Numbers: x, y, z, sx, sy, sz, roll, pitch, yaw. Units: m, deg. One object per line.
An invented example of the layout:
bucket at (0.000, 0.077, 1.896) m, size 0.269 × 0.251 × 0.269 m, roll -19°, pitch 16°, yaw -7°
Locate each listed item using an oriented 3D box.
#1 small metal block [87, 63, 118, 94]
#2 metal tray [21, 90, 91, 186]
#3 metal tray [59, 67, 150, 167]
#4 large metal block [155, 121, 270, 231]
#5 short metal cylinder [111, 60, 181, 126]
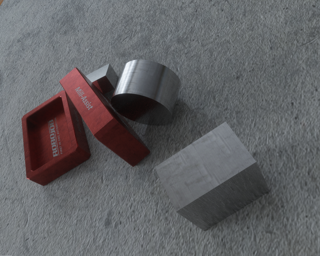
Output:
small metal block at (-0.097, -0.071, 0.487) m, size 0.050 × 0.025 × 0.050 m, roll -24°, pitch 30°, yaw 13°
metal tray at (-0.164, 0.012, 0.479) m, size 0.090 × 0.030 × 0.130 m, roll -31°, pitch 52°, yaw 8°
metal tray at (-0.074, -0.016, 0.410) m, size 0.030 × 0.090 × 0.130 m, roll -42°, pitch 51°, yaw 0°
large metal block at (0.054, 0.052, 0.308) m, size 0.080 × 0.080 × 0.050 m, roll -34°, pitch 52°, yaw 6°
short metal cylinder at (-0.018, -0.044, 0.405) m, size 0.080 × 0.080 × 0.050 m, roll 2°, pitch 63°, yaw 29°
